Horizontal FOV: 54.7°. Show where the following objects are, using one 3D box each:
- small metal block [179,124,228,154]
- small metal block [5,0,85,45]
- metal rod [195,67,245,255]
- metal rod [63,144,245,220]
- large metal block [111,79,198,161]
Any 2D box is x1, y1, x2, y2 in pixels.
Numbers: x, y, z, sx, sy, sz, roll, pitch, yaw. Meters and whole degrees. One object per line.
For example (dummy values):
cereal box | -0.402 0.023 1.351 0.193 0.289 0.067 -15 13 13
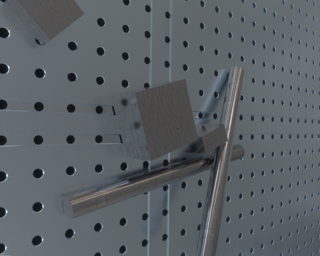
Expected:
small metal block | 0.060 0.015 0.444 0.050 0.050 0.025 -25 106 -37
small metal block | -0.115 -0.121 0.313 0.050 0.025 0.050 -51 120 -28
metal rod | 0.093 0.037 0.456 0.025 0.025 0.300 34 59 -35
metal rod | 0.017 0.062 0.423 0.302 0.025 0.025 -11 97 -39
large metal block | -0.005 -0.012 0.389 0.081 0.050 0.079 -21 104 -38
